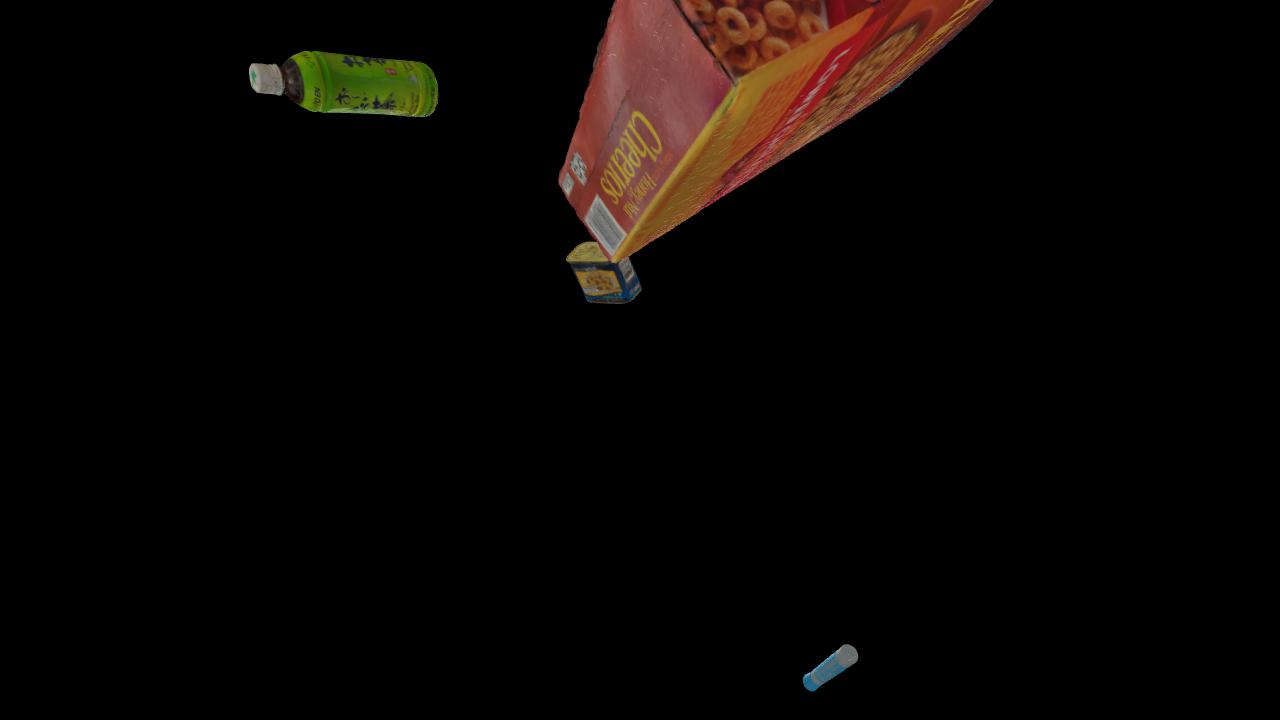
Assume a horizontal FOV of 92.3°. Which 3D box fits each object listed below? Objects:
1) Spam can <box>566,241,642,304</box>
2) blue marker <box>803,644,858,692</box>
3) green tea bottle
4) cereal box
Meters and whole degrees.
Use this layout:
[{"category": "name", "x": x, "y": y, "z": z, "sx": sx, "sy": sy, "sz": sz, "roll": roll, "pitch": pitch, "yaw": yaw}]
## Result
[{"category": "Spam can", "x": -0.056, "y": -0.138, "z": 0.979, "sx": 0.101, "sy": 0.085, "sz": 0.058, "roll": 7, "pitch": 45, "yaw": 35}, {"category": "blue marker", "x": 0.205, "y": 0.337, "z": 0.670, "sx": 0.020, "sy": 0.020, "sz": 0.121, "roll": 0, "pitch": -41, "yaw": -10}, {"category": "green tea bottle", "x": -0.359, "y": -0.338, "z": 0.758, "sx": 0.073, "sy": 0.073, "sz": 0.212, "roll": 0, "pitch": 15, "yaw": 45}, {"category": "cereal box", "x": 0.106, "y": -0.191, "z": 0.373, "sx": 0.306, "sy": 0.081, "sz": 0.203, "roll": -34, "pitch": 0, "yaw": -20}]
